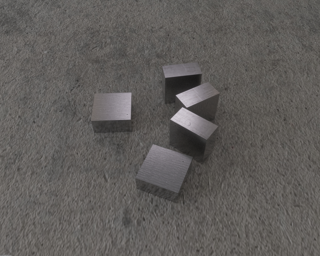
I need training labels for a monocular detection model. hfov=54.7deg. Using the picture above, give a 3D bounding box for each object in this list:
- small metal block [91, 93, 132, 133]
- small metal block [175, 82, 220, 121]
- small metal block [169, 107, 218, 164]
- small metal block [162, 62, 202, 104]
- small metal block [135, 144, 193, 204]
[{"bbox_3d":[-0.064,-0.021,0.420,0.050,0.025,0.050,-2,50,-2],"label":"small metal block"},{"bbox_3d":[0.048,-0.027,0.410,0.050,0.050,0.025,-24,54,-19],"label":"small metal block"},{"bbox_3d":[0.040,0.010,0.379,0.050,0.050,0.025,30,56,23],"label":"small metal block"},{"bbox_3d":[0.030,-0.063,0.440,0.050,0.050,0.025,-7,51,-6],"label":"small metal block"},{"bbox_3d":[0.006,0.052,0.359,0.050,0.025,0.050,17,52,14],"label":"small metal block"}]
